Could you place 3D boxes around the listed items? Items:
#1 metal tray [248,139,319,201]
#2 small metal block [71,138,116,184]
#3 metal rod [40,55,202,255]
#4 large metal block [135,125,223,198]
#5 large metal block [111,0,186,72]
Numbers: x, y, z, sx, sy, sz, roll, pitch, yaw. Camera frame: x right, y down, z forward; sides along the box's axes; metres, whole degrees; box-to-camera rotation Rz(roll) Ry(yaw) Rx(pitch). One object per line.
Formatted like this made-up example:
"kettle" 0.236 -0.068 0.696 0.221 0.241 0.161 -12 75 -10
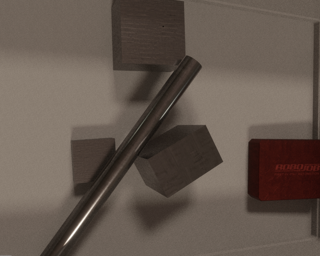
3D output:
"metal tray" 0.203 0.062 0.477 0.131 0.030 0.089 1 90 -14
"small metal block" -0.082 0.039 0.381 0.050 0.025 0.050 -4 91 -20
"metal rod" -0.047 0.042 0.363 0.025 0.025 0.300 37 86 -17
"large metal block" 0.017 0.037 0.389 0.080 0.080 0.050 -30 100 -18
"large metal block" -0.016 -0.116 0.392 0.081 0.050 0.079 -2 91 -20
